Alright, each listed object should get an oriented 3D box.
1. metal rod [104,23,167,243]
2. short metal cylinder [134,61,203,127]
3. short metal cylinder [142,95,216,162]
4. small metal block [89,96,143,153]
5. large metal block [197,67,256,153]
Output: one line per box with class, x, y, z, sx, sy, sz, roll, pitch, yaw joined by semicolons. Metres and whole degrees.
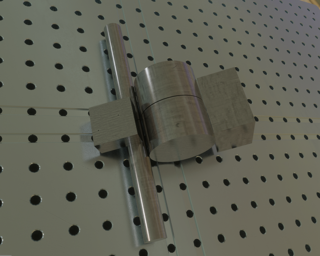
metal rod;-0.037;-0.013;0.390;0.025;0.025;0.299;0;62;-28
short metal cylinder;0.011;-0.042;0.399;0.081;0.080;0.050;0;62;-28
short metal cylinder;0.022;0.003;0.377;0.081;0.080;0.050;0;62;-28
small metal block;-0.052;-0.004;0.363;0.050;0.025;0.050;-16;64;3
large metal block;0.089;-0.022;0.420;0.050;0.080;0.080;-16;65;6
